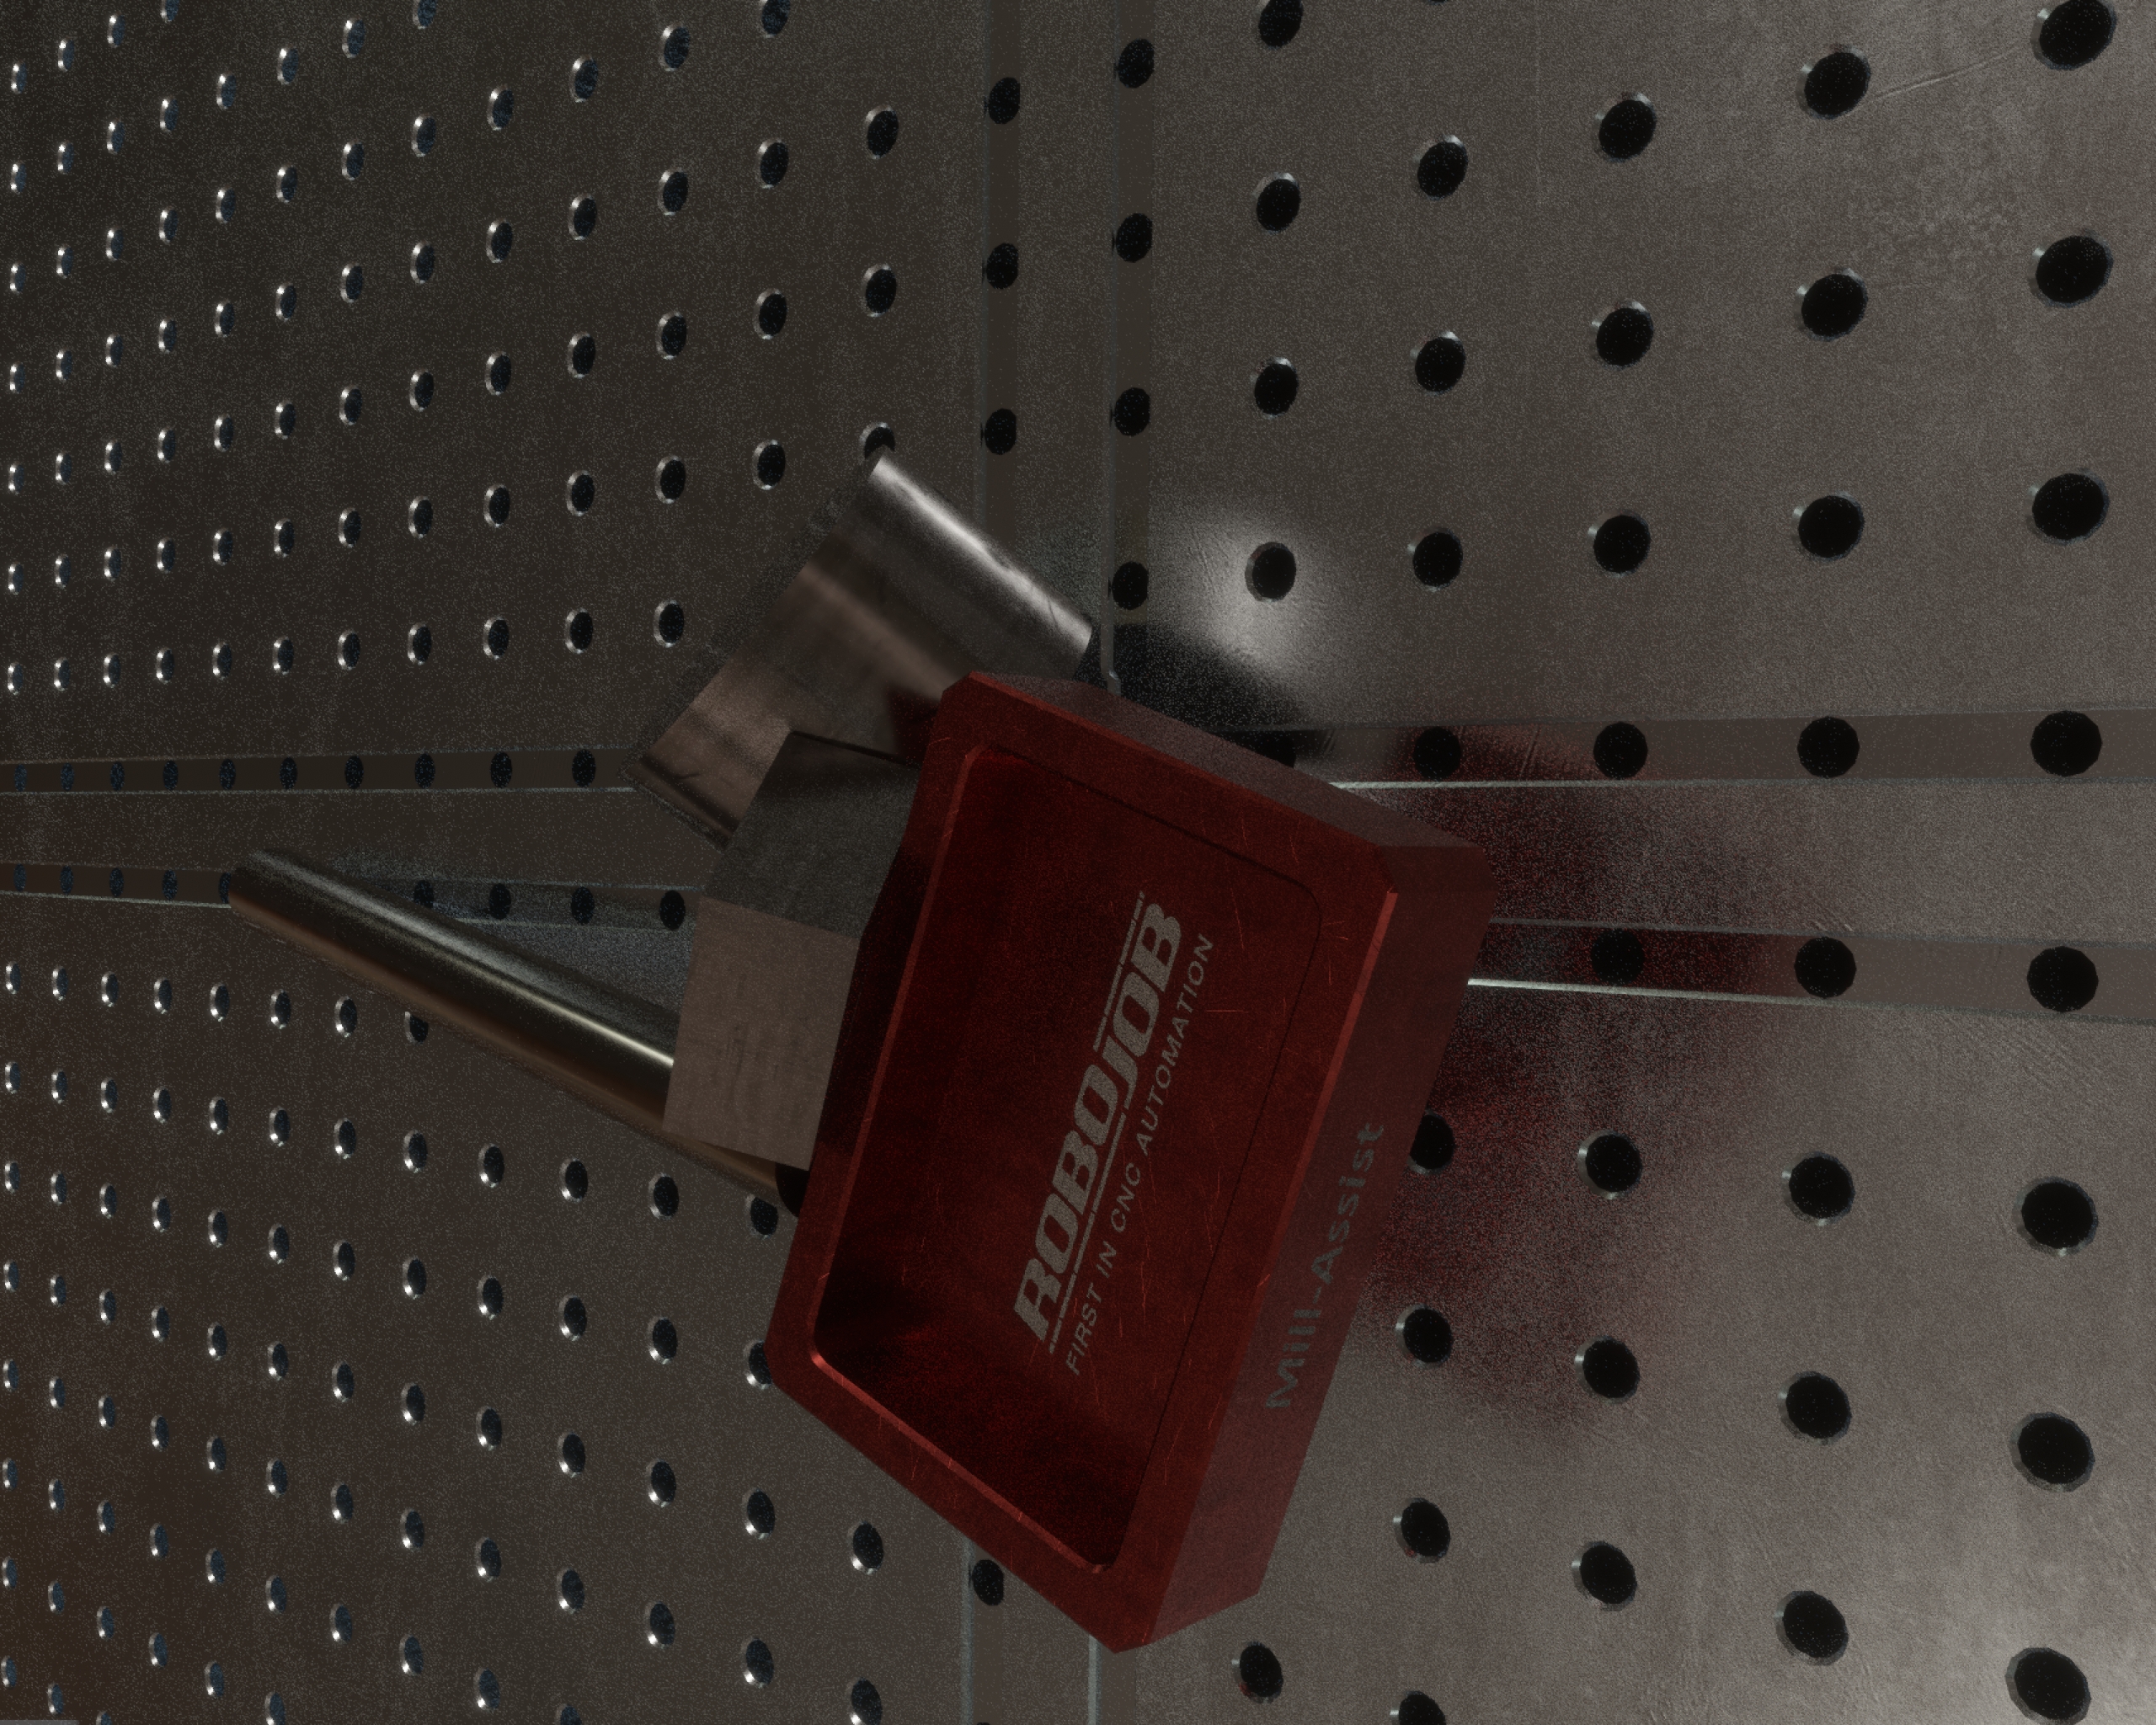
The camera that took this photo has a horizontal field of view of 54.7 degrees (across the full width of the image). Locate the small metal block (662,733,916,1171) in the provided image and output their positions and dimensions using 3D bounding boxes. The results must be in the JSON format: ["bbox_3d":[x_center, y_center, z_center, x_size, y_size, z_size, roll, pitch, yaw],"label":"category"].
[{"bbox_3d":[-0.047,0.014,0.352,0.025,0.050,0.050,16,124,0],"label":"small metal block"}]

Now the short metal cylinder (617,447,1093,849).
[{"bbox_3d":[-0.043,-0.033,0.399,0.050,0.080,0.080,39,123,-15],"label":"short metal cylinder"}]

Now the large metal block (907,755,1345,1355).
[{"bbox_3d":[0.003,0.035,0.387,0.080,0.050,0.080,-42,65,31],"label":"large metal block"}]

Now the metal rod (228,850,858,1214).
[{"bbox_3d":[-0.136,0.030,0.480,0.300,0.025,0.025,13,99,50],"label":"metal rod"}]

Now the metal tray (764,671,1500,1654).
[{"bbox_3d":[0.003,0.044,0.332,0.090,0.030,0.129,26,106,37],"label":"metal tray"}]
